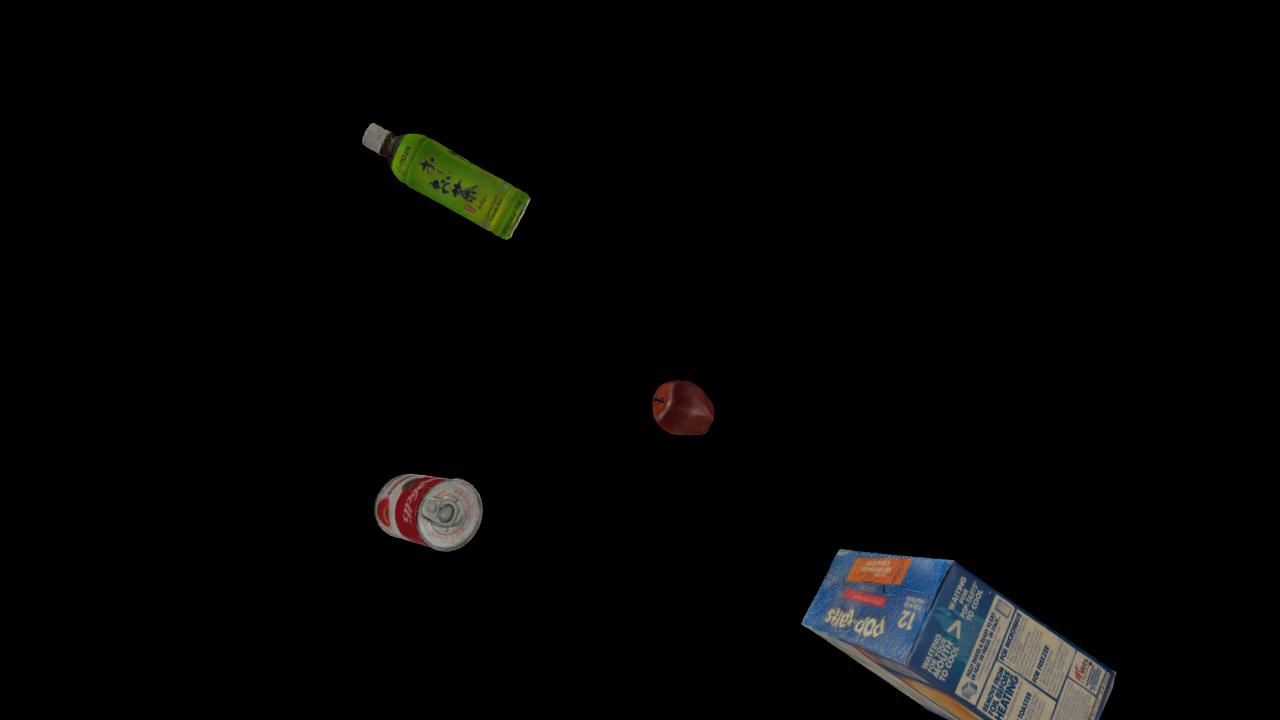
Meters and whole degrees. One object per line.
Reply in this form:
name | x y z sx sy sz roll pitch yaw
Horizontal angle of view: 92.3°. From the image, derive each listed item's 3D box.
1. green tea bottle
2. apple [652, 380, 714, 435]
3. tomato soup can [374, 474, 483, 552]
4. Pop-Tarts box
green tea bottle | -0.250 -0.234 0.794 0.212 0.073 0.073 26 -7 -15
apple | 0.060 0.069 0.878 0.093 0.079 0.079 22 -9 -22
tomato soup can | -0.212 0.149 0.613 0.068 0.068 0.101 0 -4 -45
Pop-Tarts box | 0.237 0.226 0.491 0.141 0.083 0.167 34 -18 0
